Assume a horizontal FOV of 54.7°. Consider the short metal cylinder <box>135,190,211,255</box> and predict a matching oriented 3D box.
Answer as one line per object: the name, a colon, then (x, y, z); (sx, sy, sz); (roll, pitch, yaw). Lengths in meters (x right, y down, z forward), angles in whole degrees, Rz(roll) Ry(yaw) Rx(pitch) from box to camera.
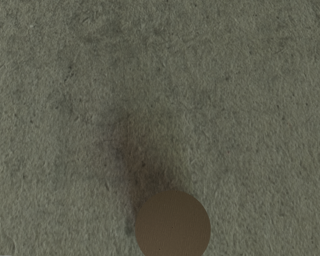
short metal cylinder: (0.014, 0.115, 0.353); (0.081, 0.050, 0.080); (0, 70, 0)
